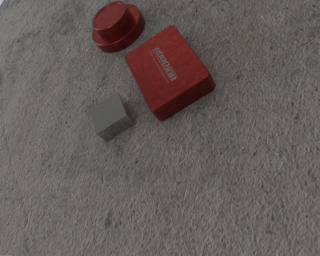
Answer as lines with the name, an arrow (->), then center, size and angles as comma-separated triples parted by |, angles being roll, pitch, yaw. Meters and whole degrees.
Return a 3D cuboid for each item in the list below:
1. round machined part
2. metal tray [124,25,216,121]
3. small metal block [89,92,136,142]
round machined part -> -0.080, -0.185, 0.548 | 0.098, 0.042, 0.098 | -13, 56, 21
metal tray -> 0.010, -0.083, 0.446 | 0.090, 0.030, 0.130 | -32, 52, 7
small metal block -> -0.070, -0.016, 0.451 | 0.050, 0.025, 0.050 | -31, 52, 8
